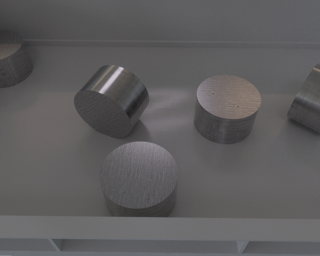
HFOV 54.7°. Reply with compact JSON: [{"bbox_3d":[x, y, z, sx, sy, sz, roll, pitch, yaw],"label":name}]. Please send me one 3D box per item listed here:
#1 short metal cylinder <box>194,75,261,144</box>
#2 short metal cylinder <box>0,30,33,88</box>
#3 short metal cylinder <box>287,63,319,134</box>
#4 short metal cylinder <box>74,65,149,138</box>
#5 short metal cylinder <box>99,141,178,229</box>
[{"bbox_3d":[0.087,-0.025,0.410,0.080,0.050,0.080,0,50,0],"label":"short metal cylinder"},{"bbox_3d":[-0.245,-0.107,0.477,0.081,0.050,0.080,0,50,0],"label":"short metal cylinder"},{"bbox_3d":[0.210,-0.037,0.402,0.050,0.080,0.080,32,57,24],"label":"short metal cylinder"},{"bbox_3d":[-0.061,-0.033,0.397,0.080,0.080,0.050,19,53,15],"label":"short metal cylinder"},{"bbox_3d":[-0.022,0.061,0.337,0.080,0.050,0.080,0,50,0],"label":"short metal cylinder"}]
